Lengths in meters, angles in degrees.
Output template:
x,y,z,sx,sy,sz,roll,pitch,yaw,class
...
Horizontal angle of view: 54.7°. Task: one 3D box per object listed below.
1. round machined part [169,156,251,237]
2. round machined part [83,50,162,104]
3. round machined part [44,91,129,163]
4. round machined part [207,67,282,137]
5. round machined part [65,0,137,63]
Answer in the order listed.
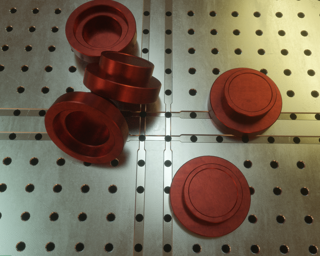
x,y,z,sx,sy,sz,roll,pitch,yaw,class
0.061,0.080,0.374,0.099,0.042,0.098,0,70,-1,round machined part
-0.045,-0.069,0.396,0.098,0.098,0.042,19,112,6,round machined part
-0.086,-0.005,0.381,0.099,0.097,0.042,14,42,4,round machined part
0.116,-0.040,0.419,0.099,0.042,0.098,0,70,-1,round machined part
-0.082,-0.134,0.451,0.099,0.042,0.098,0,70,-1,round machined part
